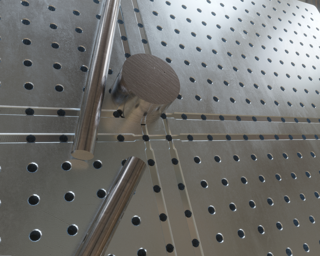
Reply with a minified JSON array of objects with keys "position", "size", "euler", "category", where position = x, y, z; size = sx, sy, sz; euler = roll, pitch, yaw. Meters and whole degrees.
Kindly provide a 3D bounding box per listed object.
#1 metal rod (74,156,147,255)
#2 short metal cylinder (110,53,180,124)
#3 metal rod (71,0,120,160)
[{"position":[-0.080,0.147,0.275],"size":[0.025,0.025,0.301],"euler":[33,51,-8],"category":"metal rod"},{"position":[-0.020,-0.052,0.414],"size":[0.081,0.050,0.080],"euler":[14,56,-21],"category":"short metal cylinder"},{"position":[-0.080,-0.096,0.424],"size":[0.025,0.025,0.300],"euler":[16,55,-20],"category":"metal rod"}]
